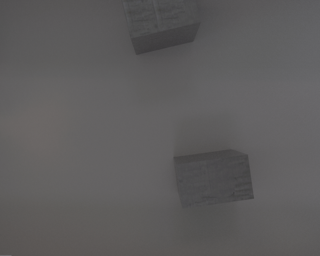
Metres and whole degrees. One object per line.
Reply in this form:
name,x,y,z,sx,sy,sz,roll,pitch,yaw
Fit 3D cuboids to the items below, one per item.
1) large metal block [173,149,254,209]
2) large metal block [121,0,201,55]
large metal block,0.061,0.059,0.384,0.080,0.080,0.050,-8,90,0
large metal block,0.001,-0.133,0.384,0.080,0.080,0.050,-13,90,0
